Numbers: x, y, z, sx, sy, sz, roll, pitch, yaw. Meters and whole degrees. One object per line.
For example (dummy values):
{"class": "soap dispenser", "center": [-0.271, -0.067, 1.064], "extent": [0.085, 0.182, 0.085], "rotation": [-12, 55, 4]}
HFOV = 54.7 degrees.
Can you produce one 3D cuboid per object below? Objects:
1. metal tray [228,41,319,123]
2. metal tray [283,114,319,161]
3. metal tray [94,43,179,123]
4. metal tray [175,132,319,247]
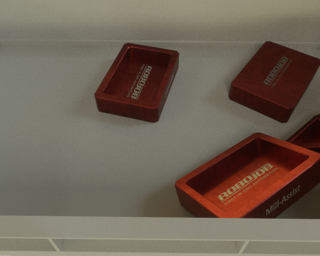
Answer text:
{"class": "metal tray", "center": [0.173, -0.074, 0.465], "extent": [0.090, 0.030, 0.131], "rotation": [29, 55, 22]}
{"class": "metal tray", "center": [0.208, 0.009, 0.337], "extent": [0.091, 0.130, 0.030], "rotation": [-33, 97, -25]}
{"class": "metal tray", "center": [-0.030, -0.072, 0.461], "extent": [0.090, 0.030, 0.130], "rotation": [12, 51, 10]}
{"class": "metal tray", "center": [0.093, 0.056, 0.329], "extent": [0.131, 0.030, 0.090], "rotation": [-28, 28, -22]}
